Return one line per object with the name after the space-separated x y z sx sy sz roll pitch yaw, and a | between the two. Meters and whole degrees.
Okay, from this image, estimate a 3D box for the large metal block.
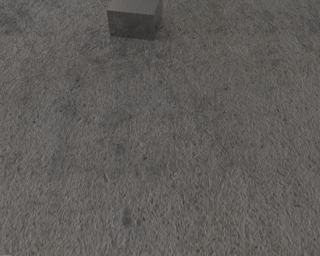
-0.043 -0.206 0.560 0.080 0.050 0.080 9 51 7 | large metal block
